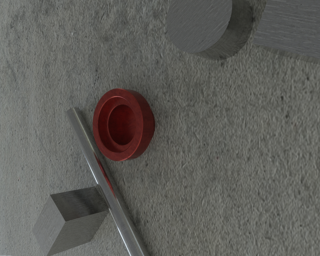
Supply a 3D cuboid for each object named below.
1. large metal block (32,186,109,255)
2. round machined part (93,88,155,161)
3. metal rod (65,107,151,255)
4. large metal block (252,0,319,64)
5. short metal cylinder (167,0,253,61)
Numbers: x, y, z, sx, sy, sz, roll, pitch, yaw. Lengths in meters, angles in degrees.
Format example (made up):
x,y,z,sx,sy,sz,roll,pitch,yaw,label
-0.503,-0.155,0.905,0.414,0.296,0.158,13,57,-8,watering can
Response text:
x,y,z,sx,sy,sz,roll,pitch,yaw,label
-0.137,0.142,0.479,0.050,0.081,0.080,46,117,30,large metal block
-0.046,-0.004,0.429,0.098,0.042,0.097,0,90,39,round machined part
-0.077,0.092,0.465,0.025,0.025,0.299,-45,63,30,metal rod
0.141,-0.100,0.272,0.080,0.050,0.079,27,107,36,large metal block
0.055,-0.119,0.342,0.080,0.050,0.079,0,90,39,short metal cylinder
